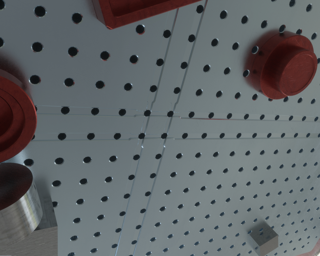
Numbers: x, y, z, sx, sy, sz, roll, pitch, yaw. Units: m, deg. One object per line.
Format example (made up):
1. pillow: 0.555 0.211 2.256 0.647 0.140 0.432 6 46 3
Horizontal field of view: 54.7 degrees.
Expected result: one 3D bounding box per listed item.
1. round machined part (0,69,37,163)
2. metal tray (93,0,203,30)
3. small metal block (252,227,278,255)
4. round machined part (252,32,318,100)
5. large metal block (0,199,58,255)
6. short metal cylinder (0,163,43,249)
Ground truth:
1. round machined part: -0.173 -0.015 0.297 0.099 0.042 0.097 -14 124 -21
2. metal tray: -0.007 -0.161 0.303 0.131 0.030 0.089 -23 127 -14
3. small metal block: 0.240 0.260 0.703 0.050 0.025 0.050 -26 128 -12
4. round machined part: 0.186 -0.085 0.449 0.099 0.042 0.097 -14 124 -21
5. large metal block: -0.174 0.143 0.388 0.081 0.050 0.079 -5 121 -26
6. short metal cylinder: -0.173 0.082 0.332 0.081 0.080 0.050 -14 125 -21
